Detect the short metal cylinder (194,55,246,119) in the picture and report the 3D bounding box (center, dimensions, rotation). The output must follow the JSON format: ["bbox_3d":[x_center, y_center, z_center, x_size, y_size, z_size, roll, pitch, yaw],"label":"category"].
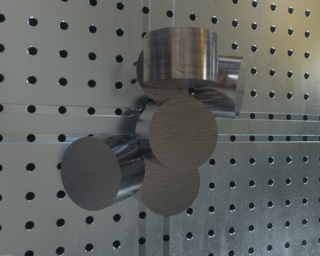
[{"bbox_3d":[0.080,-0.055,0.405,0.050,0.080,0.080,9,86,21],"label":"short metal cylinder"}]

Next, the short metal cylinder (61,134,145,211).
[{"bbox_3d":[-0.064,0.048,0.354,0.050,0.080,0.079,-4,92,-64],"label":"short metal cylinder"}]

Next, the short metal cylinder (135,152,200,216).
[{"bbox_3d":[0.004,0.067,0.400,0.081,0.050,0.079,0,91,-20],"label":"short metal cylinder"}]

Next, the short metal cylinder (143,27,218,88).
[{"bbox_3d":[0.022,-0.073,0.337,0.081,0.080,0.050,0,90,-20],"label":"short metal cylinder"}]

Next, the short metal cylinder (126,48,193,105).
[{"bbox_3d":[0.002,-0.069,0.399,0.081,0.050,0.079,0,91,-20],"label":"short metal cylinder"}]

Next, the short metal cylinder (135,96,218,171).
[{"bbox_3d":[0.018,0.006,0.352,0.081,0.050,0.079,0,90,-20],"label":"short metal cylinder"}]
